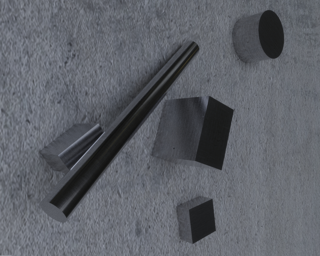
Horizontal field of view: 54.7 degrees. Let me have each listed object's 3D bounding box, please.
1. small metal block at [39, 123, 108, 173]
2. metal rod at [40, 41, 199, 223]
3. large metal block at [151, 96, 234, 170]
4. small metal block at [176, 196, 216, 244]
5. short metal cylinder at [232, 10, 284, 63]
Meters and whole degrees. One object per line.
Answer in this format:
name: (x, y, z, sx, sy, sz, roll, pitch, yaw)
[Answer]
small metal block: (-0.087, 0.020, 0.317, 0.050, 0.050, 0.025, -44, 117, -31)
metal rod: (-0.019, -0.024, 0.343, 0.025, 0.025, 0.301, 59, 42, -24)
large metal block: (0.042, 0.007, 0.406, 0.050, 0.080, 0.080, 23, 76, -38)
small metal block: (0.053, 0.133, 0.452, 0.050, 0.025, 0.050, -12, 98, -40)
short metal cylinder: (0.170, -0.156, 0.534, 0.081, 0.050, 0.079, 0, 90, -40)
